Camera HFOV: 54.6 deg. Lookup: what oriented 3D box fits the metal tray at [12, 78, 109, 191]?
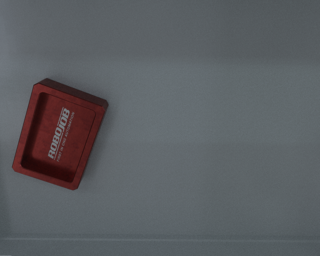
[{"bbox_3d":[-0.132,0.011,0.411,0.090,0.030,0.129,20,109,-8],"label":"metal tray"}]
